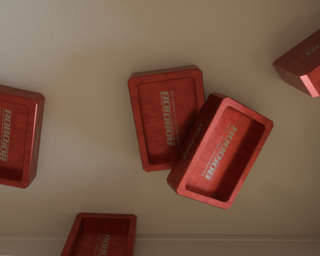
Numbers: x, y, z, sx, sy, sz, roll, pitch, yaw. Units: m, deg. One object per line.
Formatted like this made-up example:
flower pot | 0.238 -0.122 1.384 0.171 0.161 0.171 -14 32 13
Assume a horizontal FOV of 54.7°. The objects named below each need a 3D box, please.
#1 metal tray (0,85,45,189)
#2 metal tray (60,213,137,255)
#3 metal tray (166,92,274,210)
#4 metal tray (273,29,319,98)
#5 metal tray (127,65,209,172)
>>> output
metal tray | -0.209 0.010 0.409 0.091 0.030 0.129 12 110 -5
metal tray | -0.080 0.166 0.416 0.091 0.130 0.030 3 110 -1
metal tray | 0.077 0.031 0.392 0.091 0.030 0.129 24 95 -28
metal tray | 0.203 -0.093 0.345 0.130 0.090 0.030 -36 107 12
metal tray | 0.014 -0.011 0.404 0.091 0.030 0.129 -8 110 2
